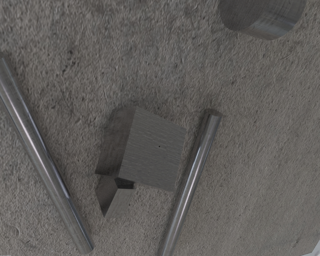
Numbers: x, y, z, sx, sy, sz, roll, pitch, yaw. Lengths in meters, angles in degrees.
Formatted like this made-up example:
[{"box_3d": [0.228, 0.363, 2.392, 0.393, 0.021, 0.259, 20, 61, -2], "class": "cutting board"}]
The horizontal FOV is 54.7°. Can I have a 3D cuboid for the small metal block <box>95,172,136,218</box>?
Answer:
[{"box_3d": [-0.060, 0.082, 0.407, 0.025, 0.050, 0.050, 10, 117, -33], "class": "small metal block"}]

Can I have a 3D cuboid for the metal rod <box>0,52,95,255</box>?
[{"box_3d": [-0.131, 0.055, 0.369, 0.025, 0.025, 0.298, -22, 127, -15], "class": "metal rod"}]

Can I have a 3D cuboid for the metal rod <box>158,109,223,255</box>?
[{"box_3d": [0.041, 0.109, 0.496, 0.025, 0.025, 0.298, 1, 118, -29], "class": "metal rod"}]

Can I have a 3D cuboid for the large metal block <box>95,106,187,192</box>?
[{"box_3d": [-0.021, 0.027, 0.373, 0.080, 0.050, 0.080, 24, 73, -37], "class": "large metal block"}]

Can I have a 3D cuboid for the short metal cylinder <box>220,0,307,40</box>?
[{"box_3d": [0.113, -0.143, 0.344, 0.050, 0.080, 0.079, 4, 116, -31], "class": "short metal cylinder"}]
